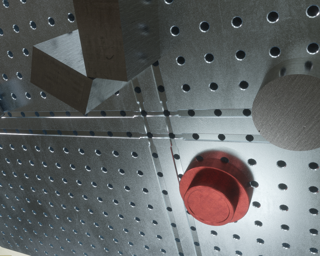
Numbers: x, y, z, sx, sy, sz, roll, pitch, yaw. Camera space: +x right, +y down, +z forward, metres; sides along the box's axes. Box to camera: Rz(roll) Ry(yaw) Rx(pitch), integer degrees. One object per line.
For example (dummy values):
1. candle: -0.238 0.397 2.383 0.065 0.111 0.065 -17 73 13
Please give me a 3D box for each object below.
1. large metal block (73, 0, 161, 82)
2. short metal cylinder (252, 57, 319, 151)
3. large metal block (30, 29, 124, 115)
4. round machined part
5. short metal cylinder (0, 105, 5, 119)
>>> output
1. large metal block: -0.041 -0.104 0.333 0.050 0.080 0.079 10 123 23
2. short metal cylinder: 0.137 -0.024 0.308 0.080 0.050 0.079 13 124 21
3. large metal block: -0.097 -0.072 0.382 0.080 0.080 0.050 30 128 9
4. round machined part: 0.071 0.093 0.420 0.098 0.042 0.097 13 124 21
5. short metal cylinder: -0.315 -0.030 0.524 0.080 0.080 0.050 -4 116 30
